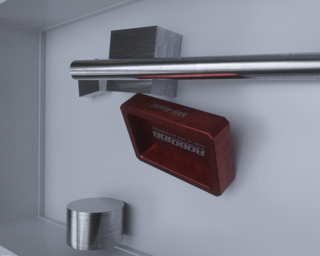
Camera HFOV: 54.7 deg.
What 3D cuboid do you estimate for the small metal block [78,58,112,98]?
[{"bbox_3d":[-0.104,-0.077,0.490,0.050,0.025,0.050,-9,84,39],"label":"small metal block"}]

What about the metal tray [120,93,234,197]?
[{"bbox_3d":[0.018,0.016,0.356,0.130,0.030,0.089,20,138,38],"label":"metal tray"}]

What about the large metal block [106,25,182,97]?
[{"bbox_3d":[-0.022,-0.084,0.406,0.080,0.050,0.079,9,96,39],"label":"large metal block"}]

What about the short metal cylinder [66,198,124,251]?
[{"bbox_3d":[-0.093,0.135,0.445,0.080,0.081,0.050,2,92,39],"label":"short metal cylinder"}]

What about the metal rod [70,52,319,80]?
[{"bbox_3d":[0.031,-0.064,0.331,0.301,0.025,0.025,4,93,24],"label":"metal rod"}]
